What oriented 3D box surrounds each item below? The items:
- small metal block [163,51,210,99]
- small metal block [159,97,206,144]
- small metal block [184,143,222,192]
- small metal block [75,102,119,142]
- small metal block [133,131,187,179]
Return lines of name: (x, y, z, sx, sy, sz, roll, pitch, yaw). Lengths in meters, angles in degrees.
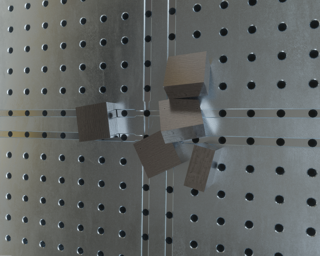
small metal block: (0.035, -0.066, 0.389, 0.050, 0.025, 0.050, -3, 56, 20)
small metal block: (0.027, -0.012, 0.385, 0.050, 0.025, 0.050, -10, 50, 7)
small metal block: (0.054, 0.046, 0.381, 0.025, 0.050, 0.050, 16, 95, 19)
small metal block: (-0.090, -0.008, 0.445, 0.050, 0.025, 0.050, -8, 87, 20)
small metal block: (0.000, 0.033, 0.413, 0.050, 0.025, 0.050, -27, 81, 18)
